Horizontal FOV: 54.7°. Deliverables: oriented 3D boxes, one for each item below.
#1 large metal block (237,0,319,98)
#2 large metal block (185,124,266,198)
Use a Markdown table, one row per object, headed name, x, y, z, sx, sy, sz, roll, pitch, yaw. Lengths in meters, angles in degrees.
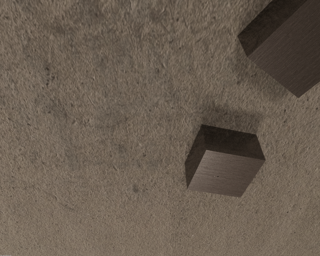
| name | x | y | z | sx | sy | sz | roll | pitch | yaw |
| --- | --- | --- | --- | --- | --- | --- | --- | --- | --- |
| large metal block | 0.141 | -0.091 | 0.316 | 0.080 | 0.050 | 0.080 | 30 | 124 | -24 |
| large metal block | 0.086 | 0.048 | 0.433 | 0.081 | 0.050 | 0.079 | 10 | 129 | -9 |
